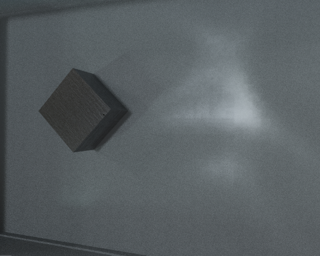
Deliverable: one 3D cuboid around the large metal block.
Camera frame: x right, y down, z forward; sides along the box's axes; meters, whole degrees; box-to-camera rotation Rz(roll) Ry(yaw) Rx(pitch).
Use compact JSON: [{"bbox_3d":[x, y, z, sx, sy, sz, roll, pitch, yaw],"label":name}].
[{"bbox_3d":[-0.107,-0.024,0.436,0.080,0.050,0.080,47,104,14],"label":"large metal block"}]
